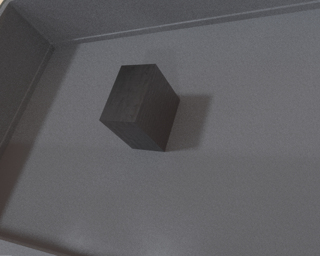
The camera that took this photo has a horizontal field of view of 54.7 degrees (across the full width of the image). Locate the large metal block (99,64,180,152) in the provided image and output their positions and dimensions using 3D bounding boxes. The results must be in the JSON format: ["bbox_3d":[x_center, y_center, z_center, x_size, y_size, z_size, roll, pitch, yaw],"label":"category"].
[{"bbox_3d":[-0.021,-0.024,0.395,0.050,0.080,0.080,4,64,29],"label":"large metal block"}]
